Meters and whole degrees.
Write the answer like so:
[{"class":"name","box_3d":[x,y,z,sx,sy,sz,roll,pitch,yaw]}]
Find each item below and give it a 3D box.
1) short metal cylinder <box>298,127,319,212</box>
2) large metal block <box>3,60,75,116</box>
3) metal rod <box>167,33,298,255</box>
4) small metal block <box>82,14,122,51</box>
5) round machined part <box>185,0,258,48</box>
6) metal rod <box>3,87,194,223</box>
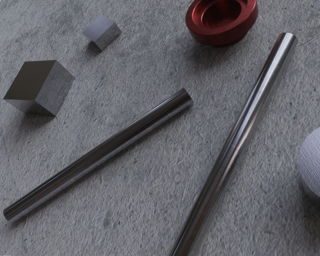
[{"class":"short metal cylinder","box_3d":[0.168,0.039,0.275,0.080,0.050,0.080,-13,56,20]},{"class":"large metal block","box_3d":[-0.208,-0.069,0.536,0.080,0.050,0.080,5,64,30]},{"class":"metal rod","box_3d":[0.087,0.015,0.348,0.025,0.025,0.300,19,71,35]},{"class":"small metal block","box_3d":[-0.106,-0.174,0.564,0.050,0.025,0.050,-46,51,-4]},{"class":"round machined part","box_3d":[0.089,-0.154,0.440,0.098,0.042,0.098,-13,56,20]},{"class":"metal rod","box_3d":[-0.086,0.040,0.422,0.300,0.025,0.025,-34,52,5]}]
